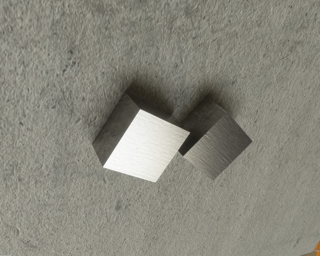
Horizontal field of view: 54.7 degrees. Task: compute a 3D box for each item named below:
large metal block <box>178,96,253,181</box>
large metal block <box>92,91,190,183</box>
[{"bbox_3d":[0.071,0.016,0.439,0.080,0.050,0.080,-46,129,4],"label":"large metal block"},{"bbox_3d":[-0.024,0.013,0.385,0.080,0.050,0.080,24,105,-37],"label":"large metal block"}]
